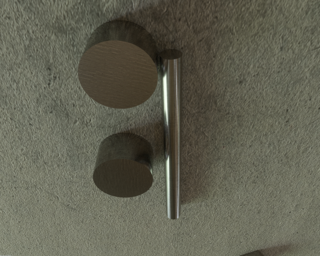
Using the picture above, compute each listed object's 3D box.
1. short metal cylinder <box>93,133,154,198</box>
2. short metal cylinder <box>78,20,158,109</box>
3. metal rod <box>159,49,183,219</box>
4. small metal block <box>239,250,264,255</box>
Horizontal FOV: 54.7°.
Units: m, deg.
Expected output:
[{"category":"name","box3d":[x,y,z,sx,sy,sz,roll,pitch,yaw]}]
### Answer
[{"category":"short metal cylinder","box3d":[-0.050,0.053,0.435,0.081,0.050,0.079,0,130,0]},{"category":"short metal cylinder","box3d":[-0.042,-0.067,0.333,0.081,0.050,0.079,0,130,0]},{"category":"metal rod","box3d":[0.017,0.033,0.435,0.025,0.025,0.298,-2,130,1]},{"category":"small metal block","box3d":[0.197,0.287,0.653,0.050,0.025,0.050,-28,125,22]}]
